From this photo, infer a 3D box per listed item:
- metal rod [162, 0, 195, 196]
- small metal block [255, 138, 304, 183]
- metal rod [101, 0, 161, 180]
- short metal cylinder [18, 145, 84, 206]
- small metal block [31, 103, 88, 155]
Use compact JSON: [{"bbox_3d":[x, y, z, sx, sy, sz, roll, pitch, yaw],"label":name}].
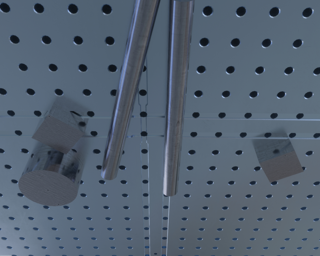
[{"bbox_3d":[0.019,-0.014,0.399,0.025,0.025,0.298,1,130,-1],"label":"metal rod"},{"bbox_3d":[0.175,0.049,0.455,0.050,0.025,0.050,-24,126,19],"label":"small metal block"},{"bbox_3d":[-0.041,-0.041,0.376,0.025,0.025,0.298,11,129,-9],"label":"metal rod"},{"bbox_3d":[-0.156,0.070,0.453,0.081,0.050,0.079,0,130,0],"label":"short metal cylinder"},{"bbox_3d":[-0.133,0.002,0.412,0.050,0.025,0.050,31,123,-24],"label":"small metal block"}]
